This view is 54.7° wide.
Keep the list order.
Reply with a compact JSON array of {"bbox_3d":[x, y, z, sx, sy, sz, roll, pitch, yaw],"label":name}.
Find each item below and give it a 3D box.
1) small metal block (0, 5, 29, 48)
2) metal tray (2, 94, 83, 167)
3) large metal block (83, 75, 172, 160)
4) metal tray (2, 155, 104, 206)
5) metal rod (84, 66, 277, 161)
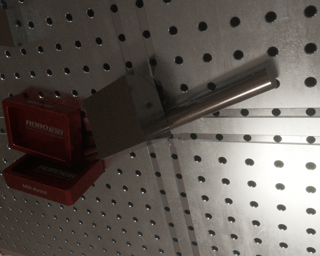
[{"bbox_3d":[-0.219,-0.144,0.435,0.050,0.025,0.050,12,124,21],"label":"small metal block"},{"bbox_3d":[-0.189,0.003,0.498,0.130,0.030,0.089,14,117,20],"label":"metal tray"},{"bbox_3d":[-0.042,-0.012,0.389,0.080,0.050,0.080,-23,80,36],"label":"large metal block"},{"bbox_3d":[-0.170,0.070,0.499,0.130,0.090,0.030,10,123,22],"label":"metal tray"},{"bbox_3d":[0.002,-0.006,0.405,0.299,0.025,0.025,-23,106,36],"label":"metal rod"}]
